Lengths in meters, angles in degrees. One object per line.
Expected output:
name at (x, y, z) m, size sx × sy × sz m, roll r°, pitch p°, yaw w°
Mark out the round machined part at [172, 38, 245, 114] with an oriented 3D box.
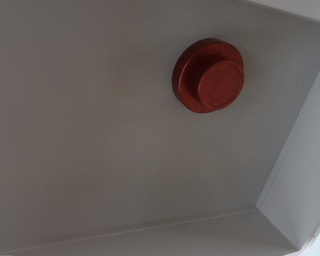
round machined part at (0.068, -0.062, 0.399) m, size 0.099 × 0.042 × 0.097 m, roll -14°, pitch 125°, yaw -21°
